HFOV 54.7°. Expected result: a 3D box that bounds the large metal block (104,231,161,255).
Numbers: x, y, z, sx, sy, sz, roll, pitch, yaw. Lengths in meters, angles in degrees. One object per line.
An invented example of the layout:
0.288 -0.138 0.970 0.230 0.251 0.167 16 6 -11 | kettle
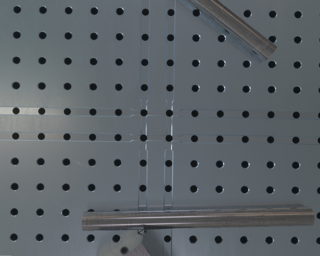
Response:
-0.033 0.195 0.401 0.080 0.050 0.080 -33 90 0 | large metal block

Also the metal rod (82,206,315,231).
0.050 0.121 0.413 0.302 0.025 0.025 -1 90 0 | metal rod

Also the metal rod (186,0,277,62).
0.030 -0.191 0.413 0.300 0.025 0.025 38 90 0 | metal rod
